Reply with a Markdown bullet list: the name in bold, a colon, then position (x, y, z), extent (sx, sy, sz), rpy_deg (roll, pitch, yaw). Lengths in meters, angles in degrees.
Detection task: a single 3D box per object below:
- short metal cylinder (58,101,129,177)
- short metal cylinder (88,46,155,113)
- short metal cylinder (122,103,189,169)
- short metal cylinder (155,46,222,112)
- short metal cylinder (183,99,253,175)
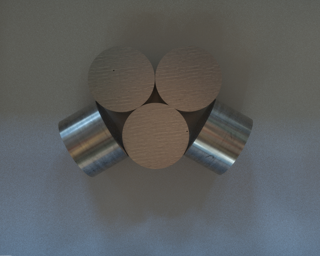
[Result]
- **short metal cylinder**: position (-0.079, 0.013, 0.382), extent (0.050, 0.080, 0.080), rpy_deg (-30, 90, 0)
- **short metal cylinder**: position (-0.046, -0.059, 0.397), extent (0.081, 0.050, 0.080), rpy_deg (0, 90, 0)
- **short metal cylinder**: position (-0.005, 0.009, 0.397), extent (0.081, 0.050, 0.080), rpy_deg (0, 90, 0)
- **short metal cylinder**: position (0.034, -0.060, 0.397), extent (0.081, 0.050, 0.080), rpy_deg (0, 90, 0)
- **short metal cylinder**: position (0.070, 0.011, 0.382), extent (0.050, 0.080, 0.080), rpy_deg (30, 90, 0)
